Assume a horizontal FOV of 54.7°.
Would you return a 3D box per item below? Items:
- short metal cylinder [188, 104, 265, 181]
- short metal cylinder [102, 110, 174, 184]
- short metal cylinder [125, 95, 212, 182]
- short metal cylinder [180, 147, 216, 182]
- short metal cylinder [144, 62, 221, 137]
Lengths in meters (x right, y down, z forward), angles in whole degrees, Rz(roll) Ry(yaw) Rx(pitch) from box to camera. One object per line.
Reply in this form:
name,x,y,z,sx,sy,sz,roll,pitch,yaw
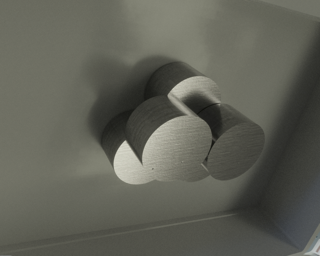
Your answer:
short metal cylinder,0.079,0.017,0.378,0.081,0.050,0.079,-14,124,-21
short metal cylinder,-0.027,0.024,0.390,0.081,0.050,0.079,-14,124,-21
short metal cylinder,0.009,0.011,0.337,0.081,0.050,0.079,-14,124,-21
short metal cylinder,0.044,0.028,0.431,0.081,0.050,0.079,-14,124,-21
short metal cylinder,0.027,-0.035,0.384,0.081,0.050,0.079,-14,124,-21
